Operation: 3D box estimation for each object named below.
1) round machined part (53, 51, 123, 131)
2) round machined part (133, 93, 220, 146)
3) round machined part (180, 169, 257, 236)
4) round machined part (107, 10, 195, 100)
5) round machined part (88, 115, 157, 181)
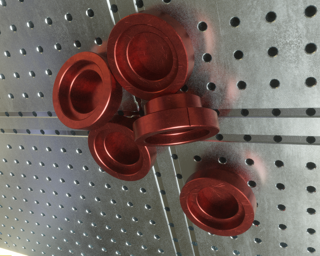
[{"bbox_3d":[-0.088,-0.045,0.398,0.098,0.042,0.097,-4,82,30],"label":"round machined part"},{"bbox_3d":[0.017,-0.009,0.361,0.098,0.099,0.042,-17,73,34],"label":"round machined part"},{"bbox_3d":[0.080,0.094,0.416,0.098,0.042,0.097,13,124,20],"label":"round machined part"},{"bbox_3d":[-0.007,-0.083,0.351,0.098,0.042,0.097,13,124,20],"label":"round machined part"},{"bbox_3d":[-0.049,0.024,0.439,0.098,0.042,0.097,13,125,20],"label":"round machined part"}]
